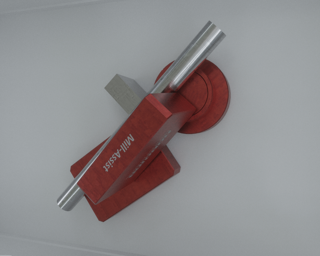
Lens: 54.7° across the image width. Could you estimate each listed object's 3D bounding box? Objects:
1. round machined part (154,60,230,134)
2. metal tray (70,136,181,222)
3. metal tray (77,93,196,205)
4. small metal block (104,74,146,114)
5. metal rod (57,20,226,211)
[{"bbox_3d":[0.036,-0.041,0.386,0.098,0.042,0.097,0,90,19],"label":"round machined part"},{"bbox_3d":[-0.049,0.056,0.423,0.130,0.030,0.090,-36,79,16],"label":"metal tray"},{"bbox_3d":[-0.023,0.019,0.341,0.030,0.090,0.129,44,110,11],"label":"metal tray"},{"bbox_3d":[-0.037,-0.042,0.408,0.025,0.050,0.050,-46,76,14],"label":"small metal block"},{"bbox_3d":[-0.034,-0.002,0.378,0.025,0.025,0.299,47,108,14],"label":"metal rod"}]
